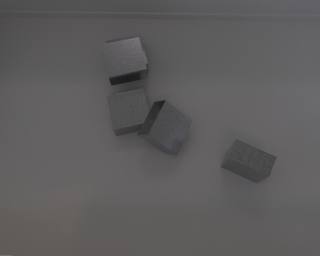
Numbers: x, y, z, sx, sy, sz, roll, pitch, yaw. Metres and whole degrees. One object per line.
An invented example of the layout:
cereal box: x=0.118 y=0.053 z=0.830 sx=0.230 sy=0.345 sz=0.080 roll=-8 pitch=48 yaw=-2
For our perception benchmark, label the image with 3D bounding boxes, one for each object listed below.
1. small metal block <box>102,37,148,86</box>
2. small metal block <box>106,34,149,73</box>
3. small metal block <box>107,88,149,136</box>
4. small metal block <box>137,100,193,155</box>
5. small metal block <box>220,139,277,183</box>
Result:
small metal block: x=-0.047 y=-0.089 z=0.415 sx=0.050 sy=0.025 sz=0.050 roll=-12 pitch=71 yaw=-5
small metal block: x=-0.047 y=-0.103 z=0.447 sx=0.050 sy=0.025 sz=0.050 roll=-13 pitch=71 yaw=-5
small metal block: x=-0.041 y=-0.021 z=0.417 sx=0.050 sy=0.025 sz=0.050 roll=-13 pitch=71 yaw=-5
small metal block: x=0.007 y=0.000 z=0.396 sx=0.050 sy=0.025 sz=0.050 roll=36 pitch=69 yaw=-28
small metal block: x=0.107 y=0.042 z=0.382 sx=0.050 sy=0.050 sz=0.025 roll=24 pitch=72 yaw=8
